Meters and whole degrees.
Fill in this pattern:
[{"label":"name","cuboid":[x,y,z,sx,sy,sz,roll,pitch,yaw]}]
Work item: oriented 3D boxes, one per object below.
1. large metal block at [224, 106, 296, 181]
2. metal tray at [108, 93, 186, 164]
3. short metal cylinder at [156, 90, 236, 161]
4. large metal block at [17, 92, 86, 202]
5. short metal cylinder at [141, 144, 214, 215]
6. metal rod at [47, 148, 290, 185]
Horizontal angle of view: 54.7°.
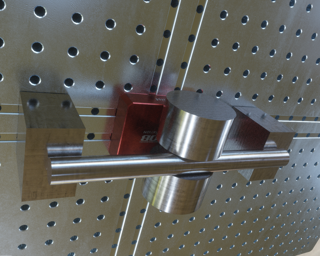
[{"label":"large metal block","cuboid":[0.140,0.022,0.464,0.050,0.080,0.079,1,118,-29]},{"label":"metal tray","cuboid":[0.005,0.004,0.413,0.131,0.030,0.089,1,118,-29]},{"label":"short metal cylinder","cuboid":[0.040,-0.005,0.356,0.081,0.080,0.050,1,118,-29]},{"label":"large metal block","cuboid":[-0.117,0.016,0.320,0.050,0.080,0.079,1,118,-29]},{"label":"short metal cylinder","cuboid":[0.021,0.061,0.386,0.081,0.080,0.050,1,118,-29]},{"label":"metal rod","cuboid":[0.034,0.039,0.349,0.303,0.025,0.025,0,118,-29]}]
